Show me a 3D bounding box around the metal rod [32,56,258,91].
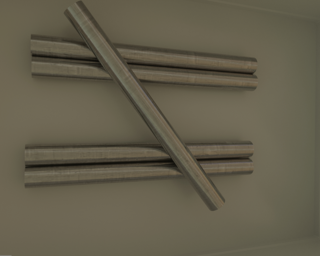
[{"bbox_3d":[-0.005,-0.068,0.407,0.302,0.025,0.025,1,90,-20],"label":"metal rod"}]

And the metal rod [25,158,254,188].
[{"bbox_3d":[-0.011,0.056,0.404,0.302,0.025,0.025,0,90,-20],"label":"metal rod"}]

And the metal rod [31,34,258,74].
[{"bbox_3d":[-0.005,-0.093,0.406,0.302,0.025,0.025,1,90,-20],"label":"metal rod"}]

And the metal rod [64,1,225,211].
[{"bbox_3d":[-0.011,-0.017,0.379,0.025,0.025,0.299,-40,103,-16],"label":"metal rod"}]

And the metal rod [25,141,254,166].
[{"bbox_3d":[-0.011,0.031,0.404,0.302,0.025,0.025,0,90,-20],"label":"metal rod"}]
